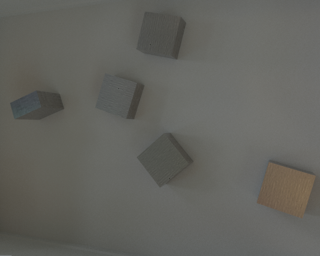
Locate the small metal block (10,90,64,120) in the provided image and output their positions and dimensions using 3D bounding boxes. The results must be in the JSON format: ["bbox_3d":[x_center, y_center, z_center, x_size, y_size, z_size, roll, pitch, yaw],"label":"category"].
[{"bbox_3d":[-0.182,-0.033,0.461,0.050,0.050,0.025,-20,83,19],"label":"small metal block"}]

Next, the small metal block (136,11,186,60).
[{"bbox_3d":[0.002,-0.122,0.410,0.050,0.025,0.050,15,95,19],"label":"small metal block"}]

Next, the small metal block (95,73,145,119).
[{"bbox_3d":[-0.056,-0.044,0.430,0.050,0.025,0.050,20,97,19],"label":"small metal block"}]

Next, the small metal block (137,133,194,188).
[{"bbox_3d":[0.007,0.041,0.408,0.050,0.025,0.050,-42,77,15],"label":"small metal block"}]

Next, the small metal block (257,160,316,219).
[{"bbox_3d":[0.145,0.069,0.359,0.050,0.025,0.050,16,95,19],"label":"small metal block"}]
